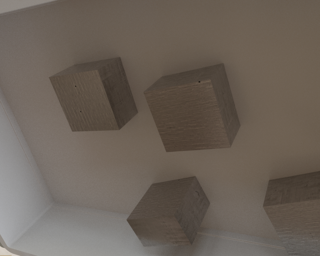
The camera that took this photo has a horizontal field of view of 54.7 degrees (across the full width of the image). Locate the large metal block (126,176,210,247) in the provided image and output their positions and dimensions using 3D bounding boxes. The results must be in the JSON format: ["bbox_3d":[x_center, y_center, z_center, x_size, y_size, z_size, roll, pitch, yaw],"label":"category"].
[{"bbox_3d":[0.014,0.118,0.439,0.080,0.080,0.050,-17,110,35],"label":"large metal block"}]

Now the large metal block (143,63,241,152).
[{"bbox_3d":[0.039,-0.021,0.359,0.080,0.050,0.080,-7,115,31],"label":"large metal block"}]

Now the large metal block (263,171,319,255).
[{"bbox_3d":[0.179,0.100,0.360,0.080,0.050,0.080,-20,108,35],"label":"large metal block"}]

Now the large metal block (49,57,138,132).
[{"bbox_3d":[-0.086,-0.043,0.411,0.080,0.050,0.080,-2,118,29],"label":"large metal block"}]
